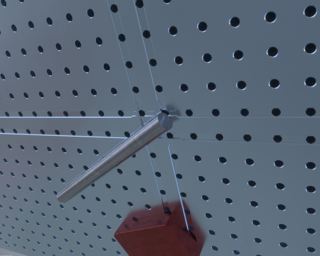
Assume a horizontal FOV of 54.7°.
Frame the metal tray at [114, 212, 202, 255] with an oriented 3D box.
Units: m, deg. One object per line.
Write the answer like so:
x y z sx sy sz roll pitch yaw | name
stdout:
-0.006 0.197 0.532 0.130 0.030 0.090 -23 106 36 | metal tray

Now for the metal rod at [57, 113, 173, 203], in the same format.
-0.088 0.060 0.492 0.025 0.025 0.299 49 128 -7 | metal rod
